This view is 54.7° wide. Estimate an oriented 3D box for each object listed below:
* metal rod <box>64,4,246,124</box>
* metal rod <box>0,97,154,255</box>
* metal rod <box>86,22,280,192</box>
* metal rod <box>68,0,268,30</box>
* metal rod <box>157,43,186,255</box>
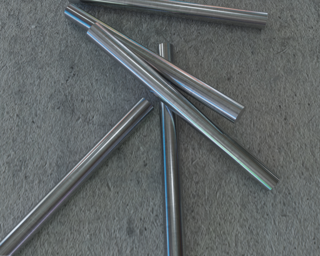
[{"bbox_3d":[-0.020,-0.096,0.420,0.300,0.025,0.025,35,74,20],"label":"metal rod"},{"bbox_3d":[-0.116,0.074,0.380,0.025,0.025,0.301,39,74,13],"label":"metal rod"},{"bbox_3d":[0.026,-0.029,0.393,0.300,0.025,0.025,41,75,4],"label":"metal rod"},{"bbox_3d":[0.010,-0.185,0.475,0.302,0.025,0.025,9,70,3],"label":"metal rod"},{"bbox_3d":[0.013,0.024,0.399,0.025,0.025,0.299,-2,70,-1],"label":"metal rod"}]
